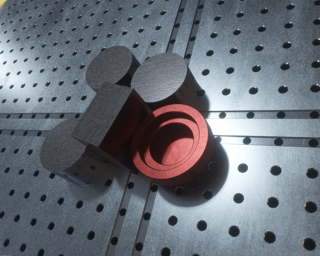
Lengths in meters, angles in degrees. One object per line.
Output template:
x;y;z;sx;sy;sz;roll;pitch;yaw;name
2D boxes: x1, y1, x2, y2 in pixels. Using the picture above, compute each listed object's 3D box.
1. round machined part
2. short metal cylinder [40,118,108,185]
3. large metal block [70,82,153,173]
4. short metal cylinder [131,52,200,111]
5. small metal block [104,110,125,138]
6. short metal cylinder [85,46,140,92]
0.018;0.023;0.374;0.098;0.042;0.098;-13;56;21;round machined part
-0.118;0.033;0.434;0.080;0.050;0.080;-13;56;21;short metal cylinder
-0.052;0.000;0.397;0.050;0.080;0.080;17;71;35;large metal block
0.008;-0.055;0.422;0.080;0.050;0.080;-13;56;21;short metal cylinder
-0.073;-0.013;0.454;0.050;0.025;0.050;16;70;34;small metal block
-0.066;-0.079;0.475;0.080;0.050;0.080;-13;56;21;short metal cylinder
